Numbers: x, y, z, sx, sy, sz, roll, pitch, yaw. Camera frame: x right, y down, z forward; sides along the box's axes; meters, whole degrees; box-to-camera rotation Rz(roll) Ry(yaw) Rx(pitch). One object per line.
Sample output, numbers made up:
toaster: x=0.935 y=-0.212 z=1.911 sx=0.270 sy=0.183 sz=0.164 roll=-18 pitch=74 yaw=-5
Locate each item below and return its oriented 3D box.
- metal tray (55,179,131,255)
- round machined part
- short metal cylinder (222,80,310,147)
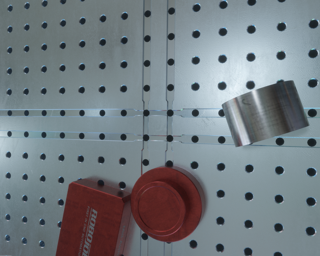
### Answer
metal tray: x=-0.095 y=0.148 z=0.444 sx=0.090 sy=0.030 sz=0.129 roll=13 pitch=94 yaw=19
round machined part: x=0.006 y=0.100 z=0.401 sx=0.098 sy=0.042 sz=0.097 roll=0 pitch=90 yaw=20
short metal cylinder: x=0.115 y=-0.014 z=0.343 sx=0.080 sy=0.080 sz=0.050 roll=-19 pitch=84 yaw=19
